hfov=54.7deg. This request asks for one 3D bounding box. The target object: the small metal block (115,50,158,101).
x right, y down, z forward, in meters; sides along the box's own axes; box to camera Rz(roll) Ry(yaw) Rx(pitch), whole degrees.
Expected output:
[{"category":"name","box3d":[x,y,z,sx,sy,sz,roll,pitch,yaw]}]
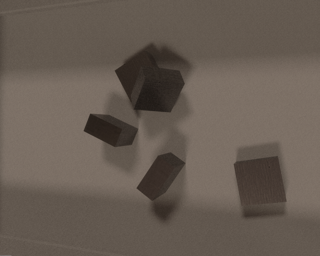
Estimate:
[{"category":"small metal block","box3d":[-0.025,-0.068,0.418,0.050,0.025,0.050,-30,80,17]}]

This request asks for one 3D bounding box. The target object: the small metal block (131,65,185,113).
[{"category":"small metal block","box3d":[-0.004,-0.047,0.386,0.050,0.050,0.025,116,149,-43]}]

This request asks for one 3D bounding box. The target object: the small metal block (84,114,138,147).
[{"category":"small metal block","box3d":[-0.065,0.003,0.419,0.050,0.050,0.025,25,98,18]}]

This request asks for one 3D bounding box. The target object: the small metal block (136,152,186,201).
[{"category":"small metal block","box3d":[0.003,0.060,0.396,0.025,0.050,0.050,36,101,16]}]

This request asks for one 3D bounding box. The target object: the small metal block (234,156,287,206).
[{"category":"small metal block","box3d":[0.119,0.063,0.368,0.050,0.025,0.050,-11,87,19]}]
